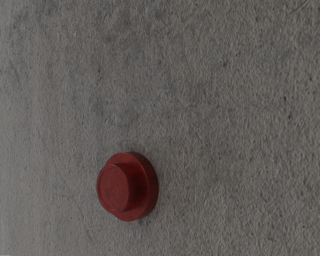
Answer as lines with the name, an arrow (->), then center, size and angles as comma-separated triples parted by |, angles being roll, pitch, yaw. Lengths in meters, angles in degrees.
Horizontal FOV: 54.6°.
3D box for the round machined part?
round machined part -> -0.053, 0.084, 0.439 | 0.098, 0.042, 0.097 | 0, 90, 40
